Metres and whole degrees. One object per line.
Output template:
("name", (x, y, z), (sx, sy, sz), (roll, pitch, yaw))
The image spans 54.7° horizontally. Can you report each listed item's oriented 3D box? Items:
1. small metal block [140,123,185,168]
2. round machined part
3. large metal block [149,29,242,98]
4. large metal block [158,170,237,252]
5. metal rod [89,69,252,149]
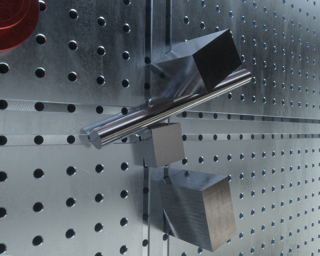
("small metal block", (0.004, 0.022, 0.412), (0.050, 0.025, 0.050), (-13, 99, -39))
("round machined part", (-0.154, -0.115, 0.268), (0.099, 0.042, 0.097), (0, 90, -40))
("large metal block", (0.047, -0.084, 0.413), (0.080, 0.080, 0.050), (-41, 115, -32))
("large metal block", (0.049, 0.106, 0.415), (0.050, 0.080, 0.079), (-18, 102, -39))
("metal rod", (0.037, -0.038, 0.439), (0.302, 0.025, 0.025), (-25, 106, -37))
